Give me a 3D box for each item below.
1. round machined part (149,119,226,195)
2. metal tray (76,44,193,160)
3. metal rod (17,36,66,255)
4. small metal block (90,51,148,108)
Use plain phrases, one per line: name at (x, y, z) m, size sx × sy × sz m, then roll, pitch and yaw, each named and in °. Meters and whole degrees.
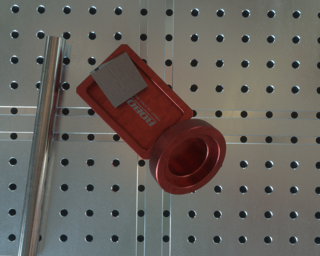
round machined part at (0.031, 0.032, 0.389) m, size 0.099 × 0.042 × 0.097 m, roll -14°, pitch 123°, yaw -23°
metal tray at (-0.032, -0.033, 0.410) m, size 0.090 × 0.030 × 0.130 m, roll -45°, pitch 91°, yaw 0°
metal rod at (-0.158, 0.029, 0.411) m, size 0.025 × 0.025 × 0.298 m, roll 8°, pitch 90°, yaw -1°
small metal block at (-0.052, -0.061, 0.390) m, size 0.050 × 0.025 × 0.050 m, roll -35°, pitch 112°, yaw -4°
